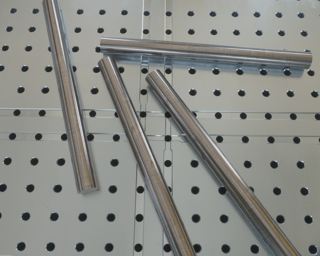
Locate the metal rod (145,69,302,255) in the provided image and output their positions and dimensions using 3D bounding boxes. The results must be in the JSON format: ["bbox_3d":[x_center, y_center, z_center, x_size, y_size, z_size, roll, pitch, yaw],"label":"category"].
[{"bbox_3d":[0.073,0.043,0.396,0.025,0.025,0.299,-32,73,-11],"label":"metal rod"}]

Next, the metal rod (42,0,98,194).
[{"bbox_3d":[-0.129,-0.058,0.431,0.025,0.025,0.299,-15,71,-6],"label":"metal rod"}]

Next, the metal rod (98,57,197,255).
[{"bbox_3d":[-0.020,0.035,0.398,0.025,0.025,0.299,-21,72,-8],"label":"metal rod"}]

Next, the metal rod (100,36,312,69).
[{"bbox_3d":[0.065,-0.110,0.452,0.302,0.025,0.025,5,70,1],"label":"metal rod"}]
